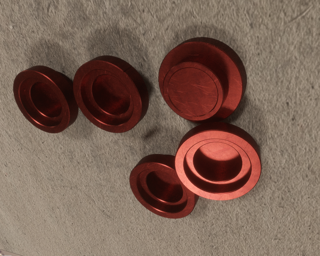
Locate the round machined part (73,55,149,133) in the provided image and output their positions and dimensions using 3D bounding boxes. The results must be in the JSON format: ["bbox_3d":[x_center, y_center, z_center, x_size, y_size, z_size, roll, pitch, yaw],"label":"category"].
[{"bbox_3d":[-0.058,-0.046,0.396,0.098,0.042,0.097,13,124,20],"label":"round machined part"}]

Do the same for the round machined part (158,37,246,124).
[{"bbox_3d":[0.042,-0.047,0.344,0.098,0.042,0.097,13,124,20],"label":"round machined part"}]

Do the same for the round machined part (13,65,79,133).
[{"bbox_3d":[-0.159,-0.044,0.450,0.098,0.042,0.097,13,124,20],"label":"round machined part"}]

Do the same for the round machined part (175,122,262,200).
[{"bbox_3d":[0.070,0.036,0.372,0.098,0.042,0.097,6,119,11],"label":"round machined part"}]

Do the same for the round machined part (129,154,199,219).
[{"bbox_3d":[0.010,0.077,0.436,0.098,0.042,0.097,14,125,21],"label":"round machined part"}]
